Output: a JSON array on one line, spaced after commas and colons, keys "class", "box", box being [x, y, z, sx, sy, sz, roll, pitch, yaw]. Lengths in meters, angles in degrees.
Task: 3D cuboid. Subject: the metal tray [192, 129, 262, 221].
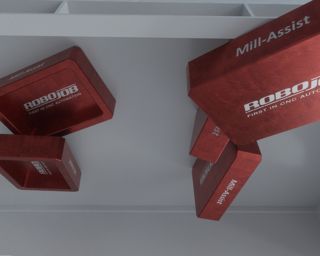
[{"class": "metal tray", "box": [0.080, 0.049, 0.408, 0.030, 0.090, 0.129, 12, 129, -10]}]

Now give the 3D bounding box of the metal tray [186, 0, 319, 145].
[{"class": "metal tray", "box": [0.097, -0.037, 0.228, 0.130, 0.030, 0.090, -22, 139, 28]}]

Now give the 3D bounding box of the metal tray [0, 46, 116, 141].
[{"class": "metal tray", "box": [-0.132, -0.033, 0.376, 0.130, 0.030, 0.090, -19, 128, 15]}]

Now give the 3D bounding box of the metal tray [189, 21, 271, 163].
[{"class": "metal tray", "box": [0.071, -0.037, 0.332, 0.030, 0.090, 0.129, 20, 128, -1]}]

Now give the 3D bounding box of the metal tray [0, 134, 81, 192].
[{"class": "metal tray", "box": [-0.163, 0.052, 0.418, 0.091, 0.030, 0.129, 3, 152, -3]}]
